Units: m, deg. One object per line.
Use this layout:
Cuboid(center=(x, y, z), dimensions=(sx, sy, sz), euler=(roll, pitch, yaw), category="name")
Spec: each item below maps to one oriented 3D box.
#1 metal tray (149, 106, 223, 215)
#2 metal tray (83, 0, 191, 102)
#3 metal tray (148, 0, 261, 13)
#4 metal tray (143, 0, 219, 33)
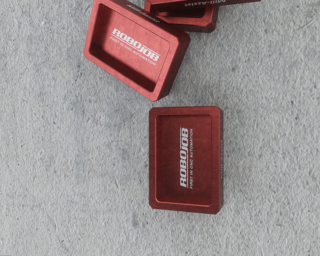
Cuboid(center=(0.033, 0.038, 0.394), dimensions=(0.090, 0.030, 0.129), euler=(0, 90, 20), category="metal tray")
Cuboid(center=(-0.035, -0.105, 0.399), dimensions=(0.130, 0.030, 0.089), euler=(34, 126, 16), category="metal tray")
Cuboid(center=(0.052, -0.188, 0.355), dimensions=(0.130, 0.030, 0.089), euler=(1, 90, 19), category="metal tray")
Cuboid(center=(0.033, -0.192, 0.394), dimensions=(0.090, 0.030, 0.129), euler=(10, 93, 19), category="metal tray")
